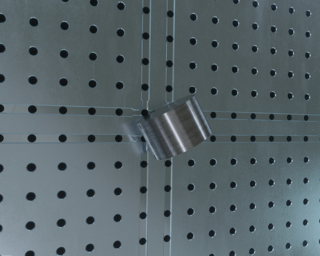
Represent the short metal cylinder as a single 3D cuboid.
[{"bbox_3d":[0.018,-0.002,0.389,0.080,0.080,0.050,-30,99,-18],"label":"short metal cylinder"}]
